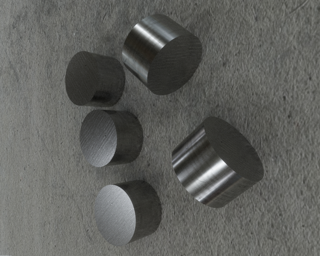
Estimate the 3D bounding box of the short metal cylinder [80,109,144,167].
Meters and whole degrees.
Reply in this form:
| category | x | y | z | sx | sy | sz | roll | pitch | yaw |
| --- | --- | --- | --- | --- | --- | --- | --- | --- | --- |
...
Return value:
| category | x | y | z | sx | sy | sz | roll | pitch | yaw |
| --- | --- | --- | --- | --- | --- | --- | --- | --- | --- |
| short metal cylinder | -0.070 | 0.014 | 0.447 | 0.080 | 0.050 | 0.080 | 0 | 90 | 40 |

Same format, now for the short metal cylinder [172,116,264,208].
| category | x | y | z | sx | sy | sz | roll | pitch | yaw |
| --- | --- | --- | --- | --- | --- | --- | --- | --- | --- |
| short metal cylinder | 0.059 | 0.034 | 0.320 | 0.050 | 0.081 | 0.080 | -47 | 62 | 30 |

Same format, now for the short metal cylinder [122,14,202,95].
| category | x | y | z | sx | sy | sz | roll | pitch | yaw |
| --- | --- | --- | --- | --- | --- | --- | --- | --- | --- |
| short metal cylinder | 0.003 | -0.086 | 0.367 | 0.050 | 0.081 | 0.080 | 46 | 117 | 30 |

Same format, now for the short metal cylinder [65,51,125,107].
| category | x | y | z | sx | sy | sz | roll | pitch | yaw |
| --- | --- | --- | --- | --- | --- | --- | --- | --- | --- |
| short metal cylinder | -0.099 | -0.072 | 0.471 | 0.080 | 0.050 | 0.080 | 0 | 90 | 40 |

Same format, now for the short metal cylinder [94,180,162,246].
| category | x | y | z | sx | sy | sz | roll | pitch | yaw |
| --- | --- | --- | --- | --- | --- | --- | --- | --- | --- |
| short metal cylinder | -0.044 | 0.114 | 0.426 | 0.080 | 0.050 | 0.080 | 0 | 90 | 40 |
